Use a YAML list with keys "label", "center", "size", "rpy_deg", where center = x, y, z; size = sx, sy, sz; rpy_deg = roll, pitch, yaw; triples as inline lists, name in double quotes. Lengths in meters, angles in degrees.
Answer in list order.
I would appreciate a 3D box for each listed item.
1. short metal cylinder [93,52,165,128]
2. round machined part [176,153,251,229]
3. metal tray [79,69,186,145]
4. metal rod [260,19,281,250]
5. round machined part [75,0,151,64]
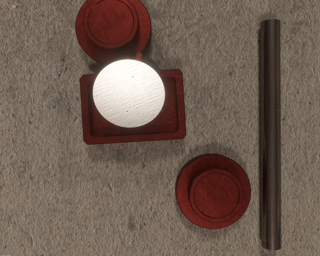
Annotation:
- label: "short metal cylinder"
  center: [-0.035, -0.047, 0.370]
  size: [0.081, 0.050, 0.079]
  rpy_deg: [-1, 113, -2]
- label: "round machined part"
  center: [0.070, 0.083, 0.403]
  size: [0.099, 0.042, 0.097]
  rpy_deg: [0, 90, -1]
- label: "metal tray"
  center: [-0.034, -0.027, 0.406]
  size: [0.131, 0.030, 0.089]
  rpy_deg: [-3, 90, -1]
- label: "metal rod"
  center: [0.147, 0.009, 0.411]
  size: [0.025, 0.025, 0.298]
  rpy_deg: [0, 90, -1]
- label: "round machined part"
  center: [-0.060, -0.131, 0.401]
  size: [0.099, 0.042, 0.097]
  rpy_deg: [0, 90, -1]
